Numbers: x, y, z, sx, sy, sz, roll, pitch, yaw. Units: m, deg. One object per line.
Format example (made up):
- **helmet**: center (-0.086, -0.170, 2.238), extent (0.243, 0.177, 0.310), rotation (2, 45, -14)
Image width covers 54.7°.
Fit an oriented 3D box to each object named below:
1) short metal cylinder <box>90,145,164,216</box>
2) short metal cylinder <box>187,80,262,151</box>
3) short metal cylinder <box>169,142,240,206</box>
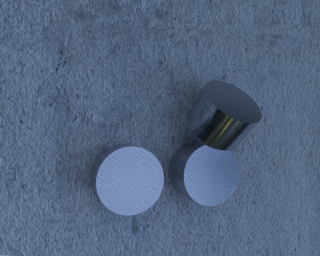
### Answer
- **short metal cylinder**: center (-0.042, 0.061, 0.380), extent (0.081, 0.050, 0.080), rotation (0, 90, -20)
- **short metal cylinder**: center (0.083, -0.017, 0.404), extent (0.081, 0.050, 0.080), rotation (18, 39, -15)
- **short metal cylinder**: center (0.059, 0.059, 0.417), extent (0.081, 0.050, 0.080), rotation (0, 90, -20)
